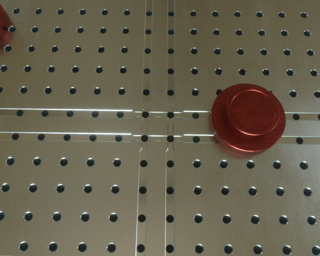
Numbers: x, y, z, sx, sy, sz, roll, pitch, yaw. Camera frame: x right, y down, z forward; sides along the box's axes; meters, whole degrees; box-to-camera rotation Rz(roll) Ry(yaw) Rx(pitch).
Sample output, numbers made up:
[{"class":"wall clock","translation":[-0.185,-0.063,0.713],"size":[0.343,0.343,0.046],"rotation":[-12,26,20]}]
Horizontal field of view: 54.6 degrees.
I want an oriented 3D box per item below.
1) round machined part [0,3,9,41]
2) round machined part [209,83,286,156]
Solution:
[{"class":"round machined part","translation":[-0.285,-0.164,0.461],"size":[0.099,0.042,0.098],"rotation":[0,70,0]},{"class":"round machined part","translation":[0.117,-0.016,0.409],"size":[0.099,0.042,0.098],"rotation":[0,70,0]}]
